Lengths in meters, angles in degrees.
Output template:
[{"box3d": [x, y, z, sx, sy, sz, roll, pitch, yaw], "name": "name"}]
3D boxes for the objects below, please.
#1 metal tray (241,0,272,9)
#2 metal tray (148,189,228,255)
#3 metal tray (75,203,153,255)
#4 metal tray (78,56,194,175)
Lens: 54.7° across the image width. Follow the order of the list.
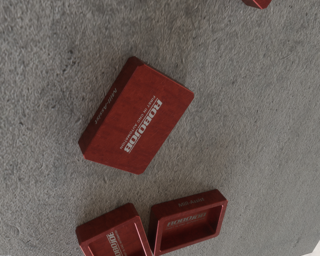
[{"box3d": [0.119, -0.212, 0.337, 0.090, 0.030, 0.129, 24, 105, -37], "name": "metal tray"}, {"box3d": [0.047, 0.160, 0.527, 0.131, 0.030, 0.089, -8, 122, -24], "name": "metal tray"}, {"box3d": [-0.066, 0.185, 0.481, 0.091, 0.030, 0.129, -23, 127, -15], "name": "metal tray"}, {"box3d": [-0.029, -0.010, 0.381, 0.090, 0.030, 0.129, 24, 105, -37], "name": "metal tray"}]
